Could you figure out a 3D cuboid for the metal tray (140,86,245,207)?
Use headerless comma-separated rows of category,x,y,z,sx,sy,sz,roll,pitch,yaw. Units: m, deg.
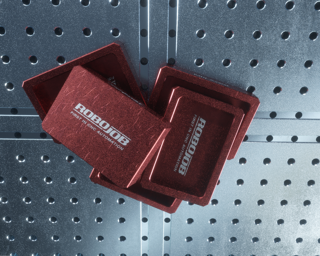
metal tray,0.037,0.022,0.386,0.090,0.030,0.129,19,97,-7

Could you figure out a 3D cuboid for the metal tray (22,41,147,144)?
metal tray,-0.092,-0.044,0.394,0.130,0.030,0.090,-21,109,8

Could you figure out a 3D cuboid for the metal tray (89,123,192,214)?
metal tray,-0.019,0.055,0.431,0.131,0.030,0.090,25,108,-9

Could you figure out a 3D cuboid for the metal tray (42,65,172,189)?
metal tray,-0.064,-0.003,0.366,0.130,0.030,0.090,34,100,11

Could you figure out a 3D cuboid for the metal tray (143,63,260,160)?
metal tray,0.049,-0.020,0.402,0.131,0.030,0.089,18,109,-6
